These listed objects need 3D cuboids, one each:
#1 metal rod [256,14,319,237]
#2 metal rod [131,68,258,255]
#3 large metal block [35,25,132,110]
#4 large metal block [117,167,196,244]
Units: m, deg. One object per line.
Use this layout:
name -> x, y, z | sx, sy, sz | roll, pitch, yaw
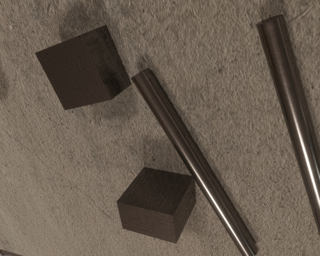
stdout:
metal rod -> 0.161, 0.027, 0.338 | 0.025, 0.025, 0.299 | -12, 113, 33
metal rod -> 0.053, 0.056, 0.412 | 0.025, 0.025, 0.299 | -22, 107, 36
large metal block -> -0.095, -0.075, 0.393 | 0.080, 0.050, 0.080 | -9, 114, 31
large metal block -> -0.002, 0.104, 0.435 | 0.080, 0.080, 0.050 | 7, 122, 24
